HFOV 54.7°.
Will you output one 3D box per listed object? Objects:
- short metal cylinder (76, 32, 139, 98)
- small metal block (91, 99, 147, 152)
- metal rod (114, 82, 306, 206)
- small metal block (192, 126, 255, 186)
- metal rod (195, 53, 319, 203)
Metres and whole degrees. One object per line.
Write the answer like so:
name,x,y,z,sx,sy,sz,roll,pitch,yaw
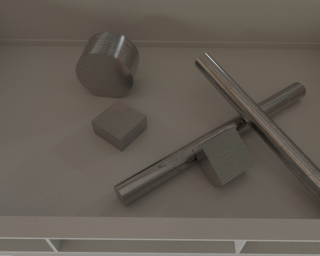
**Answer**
short metal cylinder,-0.073,-0.089,0.443,0.080,0.080,0.050,6,50,4
small metal block,-0.053,-0.004,0.408,0.050,0.025,0.050,31,56,23
metal rod,0.079,0.009,0.398,0.302,0.025,0.025,-28,56,-22
small metal block,0.075,0.033,0.363,0.050,0.025,0.050,-28,88,-22
metal rod,0.139,0.014,0.370,0.025,0.025,0.300,-26,63,-20
